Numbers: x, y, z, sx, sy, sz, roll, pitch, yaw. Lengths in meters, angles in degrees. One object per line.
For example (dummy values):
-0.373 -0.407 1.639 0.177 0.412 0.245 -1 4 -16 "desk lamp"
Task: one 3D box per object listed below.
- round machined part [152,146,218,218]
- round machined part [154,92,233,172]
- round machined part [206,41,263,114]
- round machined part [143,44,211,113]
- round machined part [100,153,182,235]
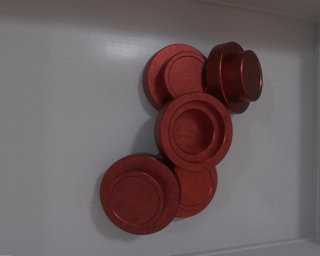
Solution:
0.035 0.072 0.414 0.099 0.042 0.097 0 90 -21 "round machined part"
0.039 0.005 0.392 0.099 0.042 0.097 0 90 -21 "round machined part"
0.106 -0.068 0.417 0.099 0.042 0.097 5 84 -50 "round machined part"
0.030 -0.063 0.411 0.099 0.042 0.097 0 90 -21 "round machined part"
-0.025 0.081 0.369 0.098 0.042 0.097 1 94 9 "round machined part"
